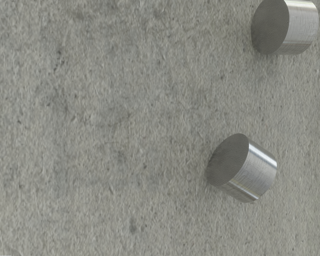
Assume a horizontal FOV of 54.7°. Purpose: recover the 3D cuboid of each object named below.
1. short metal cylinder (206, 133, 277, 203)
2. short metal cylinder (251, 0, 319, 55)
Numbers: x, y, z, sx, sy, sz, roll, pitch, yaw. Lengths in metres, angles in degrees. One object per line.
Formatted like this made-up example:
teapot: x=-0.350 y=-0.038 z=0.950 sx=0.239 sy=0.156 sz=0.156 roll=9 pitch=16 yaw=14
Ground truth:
short metal cylinder: x=0.109 y=0.054 z=0.422 sx=0.050 sy=0.080 sz=0.080 roll=33 pitch=79 yaw=-18
short metal cylinder: x=0.177 y=-0.146 z=0.447 sx=0.050 sy=0.080 sz=0.079 roll=-4 pitch=92 yaw=-20
